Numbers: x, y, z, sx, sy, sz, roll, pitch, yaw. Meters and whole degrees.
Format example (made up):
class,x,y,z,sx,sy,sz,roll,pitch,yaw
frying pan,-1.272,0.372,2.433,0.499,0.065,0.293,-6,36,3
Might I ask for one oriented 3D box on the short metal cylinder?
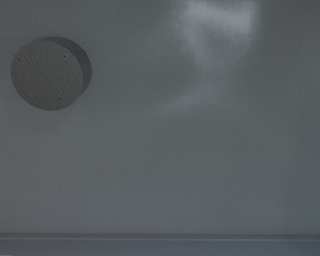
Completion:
class,x,y,z,sx,sy,sz,roll,pitch,yaw
short metal cylinder,-0.127,-0.066,0.372,0.081,0.050,0.079,0,110,-1
